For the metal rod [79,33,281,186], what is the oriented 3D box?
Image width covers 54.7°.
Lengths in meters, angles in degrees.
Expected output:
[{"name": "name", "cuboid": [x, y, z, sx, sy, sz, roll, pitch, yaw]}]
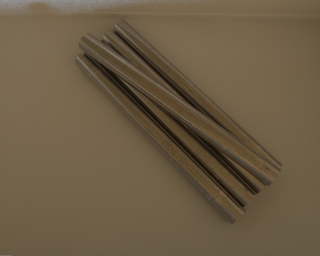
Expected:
[{"name": "metal rod", "cuboid": [0.016, -0.030, 0.392, 0.300, 0.025, 0.025, 37, 74, 12]}]

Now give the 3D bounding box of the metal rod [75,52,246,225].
[{"name": "metal rod", "cuboid": [-0.009, 0.004, 0.407, 0.025, 0.025, 0.300, -41, 75, -14]}]

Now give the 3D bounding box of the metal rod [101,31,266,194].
[{"name": "metal rod", "cuboid": [0.026, -0.030, 0.419, 0.025, 0.025, 0.300, -41, 75, -14]}]

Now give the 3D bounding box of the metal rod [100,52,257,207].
[{"name": "metal rod", "cuboid": [0.007, -0.015, 0.414, 0.025, 0.025, 0.300, -41, 75, -14]}]

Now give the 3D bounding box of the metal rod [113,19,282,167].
[{"name": "metal rod", "cuboid": [0.042, -0.049, 0.426, 0.025, 0.025, 0.300, -41, 75, -14]}]
